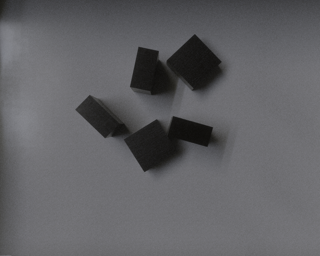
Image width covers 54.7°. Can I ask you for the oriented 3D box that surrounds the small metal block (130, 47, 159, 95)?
[{"bbox_3d":[-0.019,-0.071,0.399,0.025,0.050,0.050,12,90,0],"label":"small metal block"}]

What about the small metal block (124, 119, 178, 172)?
[{"bbox_3d":[-0.012,0.023,0.411,0.050,0.025,0.050,-32,90,0],"label":"small metal block"}]

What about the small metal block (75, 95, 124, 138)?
[{"bbox_3d":[-0.075,-0.014,0.398,0.050,0.050,0.025,44,90,0],"label":"small metal block"}]

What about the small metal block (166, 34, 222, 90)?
[{"bbox_3d":[0.044,-0.086,0.411,0.050,0.025,0.050,-44,90,0],"label":"small metal block"}]

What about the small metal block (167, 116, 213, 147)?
[{"bbox_3d":[0.037,0.004,0.399,0.050,0.050,0.025,16,90,0],"label":"small metal block"}]
